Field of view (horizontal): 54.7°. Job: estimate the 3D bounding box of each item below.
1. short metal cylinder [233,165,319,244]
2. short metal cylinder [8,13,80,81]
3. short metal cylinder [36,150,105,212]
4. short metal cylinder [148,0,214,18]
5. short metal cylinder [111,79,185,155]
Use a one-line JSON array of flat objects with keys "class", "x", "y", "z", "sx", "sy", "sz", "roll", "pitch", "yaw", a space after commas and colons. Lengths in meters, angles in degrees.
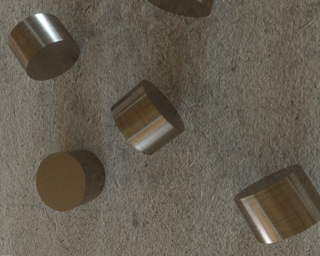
[{"class": "short metal cylinder", "x": 0.128, "y": 0.080, "z": 0.334, "sx": 0.080, "sy": 0.080, "sz": 0.050, "roll": -32, "pitch": 80, "yaw": 17}, {"class": "short metal cylinder", "x": -0.162, "y": -0.112, "z": 0.437, "sx": 0.080, "sy": 0.080, "sz": 0.050, "roll": -40, "pitch": 78, "yaw": 16}, {"class": "short metal cylinder", "x": -0.126, "y": 0.072, "z": 0.440, "sx": 0.080, "sy": 0.050, "sz": 0.080, "roll": 0, "pitch": 90, "yaw": 20}, {"class": "short metal cylinder", "x": 0.028, "y": -0.171, "z": 0.370, "sx": 0.080, "sy": 0.080, "sz": 0.050, "roll": 16, "pitch": 96, "yaw": 19}, {"class": "short metal cylinder", "x": -0.014, "y": -0.013, "z": 0.385, "sx": 0.050, "sy": 0.080, "sz": 0.080, "roll": -38, "pitch": 78, "yaw": 16}]
